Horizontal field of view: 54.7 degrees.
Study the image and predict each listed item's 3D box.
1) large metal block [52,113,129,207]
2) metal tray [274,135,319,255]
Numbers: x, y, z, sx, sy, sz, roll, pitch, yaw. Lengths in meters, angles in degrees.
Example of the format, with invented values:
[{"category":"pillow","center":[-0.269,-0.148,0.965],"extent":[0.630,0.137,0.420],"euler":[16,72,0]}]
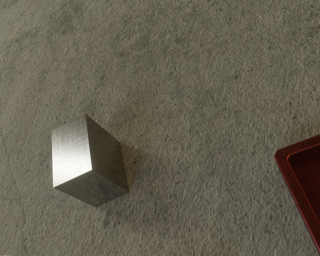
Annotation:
[{"category":"large metal block","center":[-0.086,0.042,0.386],"extent":[0.050,0.080,0.080],"euler":[-26,53,12]},{"category":"metal tray","center":[0.170,0.065,0.271],"extent":[0.090,0.030,0.130],"euler":[-23,53,13]}]
